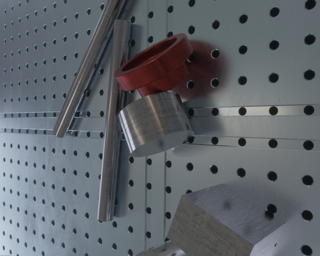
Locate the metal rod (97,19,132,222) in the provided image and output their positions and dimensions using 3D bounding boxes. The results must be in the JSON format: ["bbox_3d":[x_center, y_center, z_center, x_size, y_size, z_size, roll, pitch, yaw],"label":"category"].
[{"bbox_3d":[-0.069,-0.008,0.466,0.025,0.025,0.298,10,96,39],"label":"metal rod"}]

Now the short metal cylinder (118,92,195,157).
[{"bbox_3d":[-0.005,-0.003,0.378,0.080,0.081,0.050,-32,70,35],"label":"short metal cylinder"}]

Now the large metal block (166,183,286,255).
[{"bbox_3d":[0.068,0.104,0.317,0.080,0.081,0.050,29,108,36],"label":"large metal block"}]

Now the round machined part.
[{"bbox_3d":[-0.003,-0.072,0.377,0.098,0.098,0.042,-13,118,39],"label":"round machined part"}]

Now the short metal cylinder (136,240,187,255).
[{"bbox_3d":[0.008,0.187,0.386,0.080,0.050,0.080,0,90,40],"label":"short metal cylinder"}]

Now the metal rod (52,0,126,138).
[{"bbox_3d":[-0.113,-0.109,0.502,0.025,0.025,0.298,45,117,31],"label":"metal rod"}]
